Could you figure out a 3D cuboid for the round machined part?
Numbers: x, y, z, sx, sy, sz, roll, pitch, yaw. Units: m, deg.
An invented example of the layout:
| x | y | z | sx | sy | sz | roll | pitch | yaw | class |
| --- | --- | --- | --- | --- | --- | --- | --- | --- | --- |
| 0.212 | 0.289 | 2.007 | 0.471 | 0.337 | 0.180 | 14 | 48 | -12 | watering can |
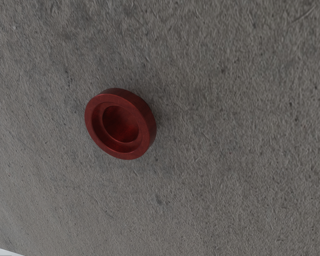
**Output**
| x | y | z | sx | sy | sz | roll | pitch | yaw | class |
| --- | --- | --- | --- | --- | --- | --- | --- | --- | --- |
| -0.048 | -0.009 | 0.416 | 0.098 | 0.042 | 0.097 | 13 | 124 | 21 | round machined part |
